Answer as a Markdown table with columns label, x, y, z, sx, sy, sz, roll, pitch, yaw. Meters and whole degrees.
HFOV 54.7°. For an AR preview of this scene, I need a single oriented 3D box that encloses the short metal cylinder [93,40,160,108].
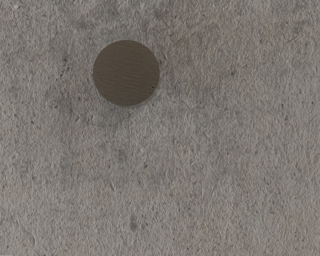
| label | x | y | z | sx | sy | sz | roll | pitch | yaw |
| --- | --- | --- | --- | --- | --- | --- | --- | --- | --- |
| short metal cylinder | -0.040 | -0.066 | 0.397 | 0.081 | 0.050 | 0.080 | 0 | 90 | 0 |
